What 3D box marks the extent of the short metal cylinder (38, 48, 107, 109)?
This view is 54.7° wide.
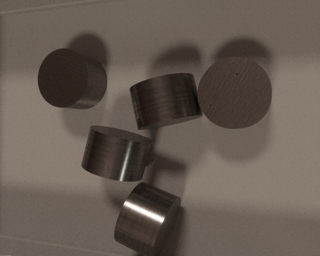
[{"bbox_3d":[-0.123,-0.067,0.439,0.080,0.050,0.079,0,90,19],"label":"short metal cylinder"}]

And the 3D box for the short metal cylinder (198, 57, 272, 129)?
[{"bbox_3d":[0.089,-0.039,0.365,0.080,0.050,0.079,0,90,19],"label":"short metal cylinder"}]

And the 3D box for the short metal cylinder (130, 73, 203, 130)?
[{"bbox_3d":[0.007,-0.031,0.378,0.080,0.080,0.050,-14,86,19],"label":"short metal cylinder"}]

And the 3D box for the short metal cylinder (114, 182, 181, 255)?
[{"bbox_3d":[-0.013,0.114,0.385,0.050,0.080,0.080,20,97,18],"label":"short metal cylinder"}]

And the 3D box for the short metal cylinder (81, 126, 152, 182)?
[{"bbox_3d":[-0.056,0.031,0.400,0.080,0.080,0.050,16,96,19],"label":"short metal cylinder"}]
